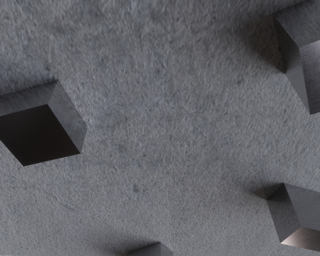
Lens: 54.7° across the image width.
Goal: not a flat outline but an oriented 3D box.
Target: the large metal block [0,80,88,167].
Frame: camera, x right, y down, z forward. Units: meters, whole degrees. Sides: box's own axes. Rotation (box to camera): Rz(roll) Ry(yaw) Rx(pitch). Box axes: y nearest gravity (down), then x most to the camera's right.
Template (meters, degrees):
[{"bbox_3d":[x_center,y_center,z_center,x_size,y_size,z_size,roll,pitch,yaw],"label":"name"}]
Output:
[{"bbox_3d":[-0.149,-0.004,0.385,0.080,0.050,0.080,-13,129,10],"label":"large metal block"}]

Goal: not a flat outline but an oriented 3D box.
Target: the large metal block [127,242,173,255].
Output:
[{"bbox_3d":[-0.020,0.284,0.613,0.080,0.080,0.050,-25,126,19],"label":"large metal block"}]

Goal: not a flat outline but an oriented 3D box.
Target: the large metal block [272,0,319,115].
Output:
[{"bbox_3d":[0.157,-0.074,0.310,0.050,0.080,0.080,-19,128,15],"label":"large metal block"}]

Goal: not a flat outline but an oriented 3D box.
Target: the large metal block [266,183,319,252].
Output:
[{"bbox_3d":[0.230,0.143,0.497,0.081,0.080,0.050,16,128,-14],"label":"large metal block"}]
